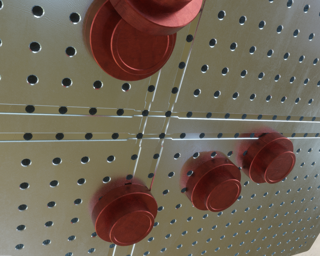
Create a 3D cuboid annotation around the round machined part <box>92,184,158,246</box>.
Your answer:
[{"bbox_3d":[-0.047,0.135,0.460,0.099,0.042,0.097,-14,124,-21],"label":"round machined part"}]

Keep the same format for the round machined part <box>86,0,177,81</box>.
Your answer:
[{"bbox_3d":[-0.025,-0.095,0.329,0.099,0.042,0.097,-14,125,-21],"label":"round machined part"}]

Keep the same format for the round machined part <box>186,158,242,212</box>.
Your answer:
[{"bbox_3d":[0.096,0.101,0.518,0.099,0.042,0.097,-14,124,-21],"label":"round machined part"}]

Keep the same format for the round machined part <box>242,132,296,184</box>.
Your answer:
[{"bbox_3d":[0.199,0.060,0.549,0.099,0.042,0.097,-14,124,-21],"label":"round machined part"}]

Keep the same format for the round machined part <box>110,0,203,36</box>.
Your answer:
[{"bbox_3d":[0.001,-0.139,0.284,0.099,0.042,0.097,5,80,-30],"label":"round machined part"}]
